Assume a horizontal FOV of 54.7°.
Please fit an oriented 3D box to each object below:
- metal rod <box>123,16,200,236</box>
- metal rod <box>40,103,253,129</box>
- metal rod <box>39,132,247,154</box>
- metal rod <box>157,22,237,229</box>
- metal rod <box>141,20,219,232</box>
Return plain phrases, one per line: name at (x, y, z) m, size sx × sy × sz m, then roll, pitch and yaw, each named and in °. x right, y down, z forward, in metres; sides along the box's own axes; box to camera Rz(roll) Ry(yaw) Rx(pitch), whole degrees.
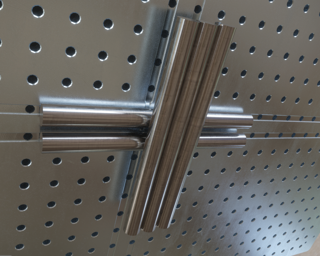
metal rod at (-0.006, 0.016, 0.387) m, size 0.025 × 0.025 × 0.298 m, roll 1°, pitch 118°, yaw -29°
metal rod at (0.004, -0.013, 0.407) m, size 0.303 × 0.025 × 0.025 m, roll 1°, pitch 118°, yaw -29°
metal rod at (-0.002, 0.018, 0.423) m, size 0.303 × 0.025 × 0.025 m, roll 1°, pitch 118°, yaw -29°
metal rod at (0.039, 0.014, 0.411) m, size 0.025 × 0.025 × 0.298 m, roll 1°, pitch 118°, yaw -29°
metal rod at (0.017, 0.016, 0.400) m, size 0.025 × 0.025 × 0.298 m, roll 1°, pitch 118°, yaw -29°
